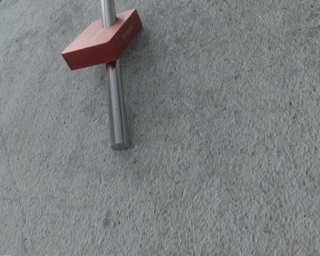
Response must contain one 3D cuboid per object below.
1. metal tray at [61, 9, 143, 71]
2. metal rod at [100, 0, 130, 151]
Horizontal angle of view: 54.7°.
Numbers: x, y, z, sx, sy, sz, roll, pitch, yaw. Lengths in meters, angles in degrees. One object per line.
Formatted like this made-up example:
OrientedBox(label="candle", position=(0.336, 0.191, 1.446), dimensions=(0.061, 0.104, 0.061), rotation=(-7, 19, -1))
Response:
OrientedBox(label="metal tray", position=(-0.092, -0.147, 0.509), dimensions=(0.090, 0.030, 0.130), rotation=(-6, 38, 24))
OrientedBox(label="metal rod", position=(-0.074, -0.107, 0.482), dimensions=(0.025, 0.025, 0.299), rotation=(-18, 62, 17))
